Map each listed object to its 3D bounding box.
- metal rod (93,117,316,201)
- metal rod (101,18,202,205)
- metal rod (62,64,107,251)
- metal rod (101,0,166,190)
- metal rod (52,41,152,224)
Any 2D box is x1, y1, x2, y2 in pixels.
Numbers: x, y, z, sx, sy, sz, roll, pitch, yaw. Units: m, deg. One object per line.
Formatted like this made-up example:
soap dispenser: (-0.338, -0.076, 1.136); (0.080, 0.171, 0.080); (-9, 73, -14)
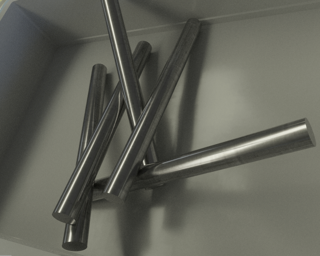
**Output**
metal rod: (0.004, 0.047, 0.332); (0.300, 0.025, 0.025); (-20, 53, 32)
metal rod: (0.003, -0.044, 0.393); (0.025, 0.025, 0.300); (2, 51, 29)
metal rod: (-0.094, 0.011, 0.417); (0.025, 0.025, 0.300); (-20, 44, 16)
metal rod: (-0.042, -0.068, 0.410); (0.025, 0.025, 0.299); (-20, 73, 16)
metal rod: (-0.060, -0.020, 0.404); (0.025, 0.025, 0.300); (-5, 45, 25)
